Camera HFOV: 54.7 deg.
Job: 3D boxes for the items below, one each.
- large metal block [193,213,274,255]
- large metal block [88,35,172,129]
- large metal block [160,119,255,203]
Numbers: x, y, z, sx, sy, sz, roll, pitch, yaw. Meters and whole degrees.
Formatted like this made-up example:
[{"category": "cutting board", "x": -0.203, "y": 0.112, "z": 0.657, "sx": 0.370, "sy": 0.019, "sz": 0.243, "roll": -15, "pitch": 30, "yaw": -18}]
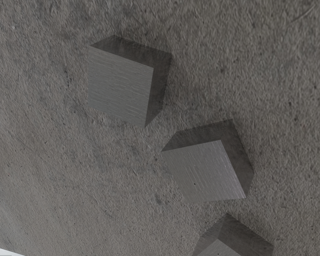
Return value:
[{"category": "large metal block", "x": 0.103, "y": 0.183, "z": 0.450, "sx": 0.080, "sy": 0.050, "sz": 0.079, "roll": 35, "pitch": 129, "yaw": 4}, {"category": "large metal block", "x": -0.038, "y": -0.057, "z": 0.376, "sx": 0.080, "sy": 0.050, "sz": 0.079, "roll": 22, "pitch": 127, "yaw": 15}, {"category": "large metal block", "x": 0.060, "y": 0.043, "z": 0.385, "sx": 0.080, "sy": 0.050, "sz": 0.080, "roll": -15, "pitch": 111, "yaw": 34}]
